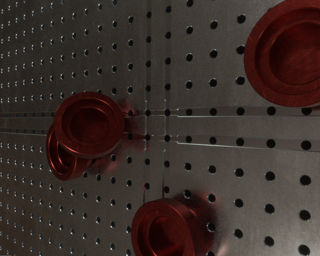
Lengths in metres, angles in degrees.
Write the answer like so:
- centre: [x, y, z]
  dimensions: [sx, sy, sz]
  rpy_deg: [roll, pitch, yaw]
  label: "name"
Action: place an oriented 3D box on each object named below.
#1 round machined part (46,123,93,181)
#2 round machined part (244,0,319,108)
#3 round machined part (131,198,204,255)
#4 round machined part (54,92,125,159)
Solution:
- centre: [-0.146, 0.035, 0.512]
  dimensions: [0.098, 0.042, 0.097]
  rpy_deg: [4, 96, 44]
  label: "round machined part"
- centre: [0.133, -0.067, 0.288]
  dimensions: [0.098, 0.042, 0.097]
  rpy_deg: [0, 90, 39]
  label: "round machined part"
- centre: [0.013, 0.136, 0.386]
  dimensions: [0.098, 0.042, 0.097]
  rpy_deg: [0, 90, 39]
  label: "round machined part"
- centre: [-0.103, -0.001, 0.456]
  dimensions: [0.042, 0.099, 0.098]
  rpy_deg: [119, 132, -64]
  label: "round machined part"
